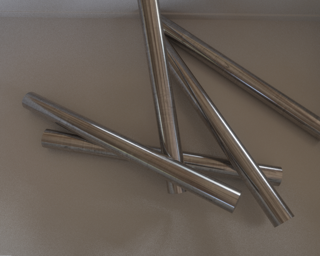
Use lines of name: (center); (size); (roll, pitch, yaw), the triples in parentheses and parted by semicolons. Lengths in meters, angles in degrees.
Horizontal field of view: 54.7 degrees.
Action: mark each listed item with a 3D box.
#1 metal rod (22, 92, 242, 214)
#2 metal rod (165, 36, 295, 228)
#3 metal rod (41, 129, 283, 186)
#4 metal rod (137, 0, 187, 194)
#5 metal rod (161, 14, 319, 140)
metal rod: (-0.050, 0.019, 0.368); (0.301, 0.025, 0.025); (24, 71, 21)
metal rod: (0.065, -0.015, 0.397); (0.025, 0.025, 0.299); (-27, 65, -9)
metal rod: (0.000, 0.037, 0.395); (0.302, 0.025, 0.025); (9, 70, 3)
metal rod: (-0.002, -0.072, 0.366); (0.025, 0.025, 0.298); (-9, 91, -3)
metal rod: (0.104, -0.080, 0.439); (0.300, 0.025, 0.025); (37, 74, 12)
